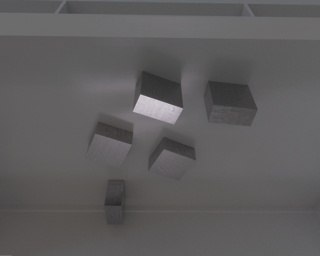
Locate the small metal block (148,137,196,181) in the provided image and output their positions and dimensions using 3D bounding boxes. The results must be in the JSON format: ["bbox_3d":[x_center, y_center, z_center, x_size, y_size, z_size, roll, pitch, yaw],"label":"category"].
[{"bbox_3d":[0.017,0.046,0.448,0.050,0.025,0.050,21,127,-17],"label":"small metal block"}]

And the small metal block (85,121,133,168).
[{"bbox_3d":[-0.070,0.024,0.429,0.050,0.025,0.050,18,128,-15],"label":"small metal block"}]

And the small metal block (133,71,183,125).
[{"bbox_3d":[-0.002,-0.036,0.362,0.050,0.050,0.025,17,128,-14],"label":"small metal block"}]

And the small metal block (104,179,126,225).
[{"bbox_3d":[-0.070,0.117,0.492,0.025,0.050,0.050,1,130,-1],"label":"small metal block"}]

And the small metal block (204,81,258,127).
[{"bbox_3d":[0.082,-0.030,0.368,0.050,0.050,0.025,6,130,-5],"label":"small metal block"}]
